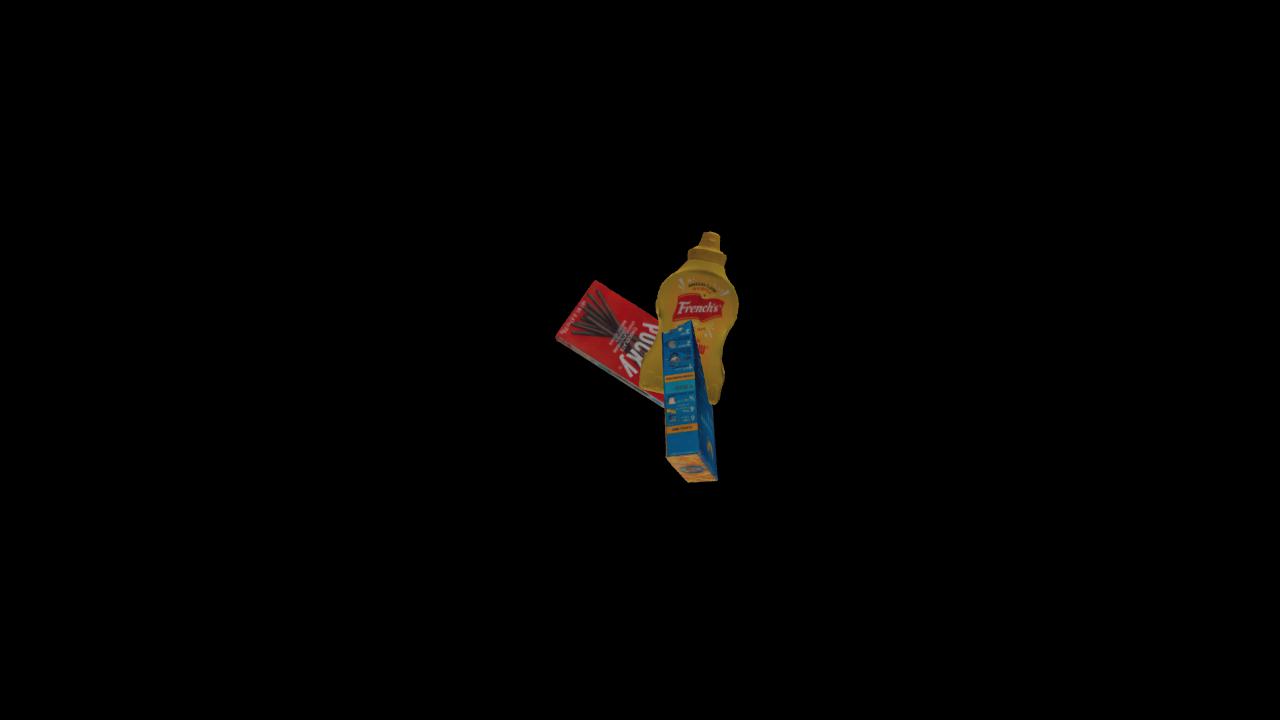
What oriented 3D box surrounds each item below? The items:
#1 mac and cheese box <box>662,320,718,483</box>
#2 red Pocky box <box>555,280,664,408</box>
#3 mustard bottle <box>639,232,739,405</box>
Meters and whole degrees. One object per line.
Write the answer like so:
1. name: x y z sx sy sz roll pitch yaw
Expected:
1. mac and cheese box: 0.052 0.029 0.660 0.041 0.184 0.093 -8 -29 14
2. red Pocky box: -0.010 -0.017 0.701 0.155 0.083 0.028 32 -19 -1
3. mustard bottle: 0.059 -0.050 0.668 0.092 0.184 0.054 12 -2 5
